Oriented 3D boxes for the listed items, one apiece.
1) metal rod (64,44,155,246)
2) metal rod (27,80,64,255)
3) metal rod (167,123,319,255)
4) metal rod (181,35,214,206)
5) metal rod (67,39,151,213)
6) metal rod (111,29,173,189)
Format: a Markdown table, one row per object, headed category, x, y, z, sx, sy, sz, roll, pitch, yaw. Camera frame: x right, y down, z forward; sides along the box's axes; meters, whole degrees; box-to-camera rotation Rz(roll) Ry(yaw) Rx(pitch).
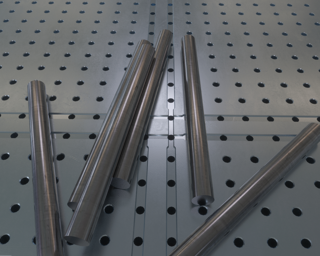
| category | x | y | z | sx | sy | sz | roll | pitch | yaw |
| --- | --- | --- | --- | --- | --- | --- | --- | --- | --- |
| metal rod | -0.049 | -0.006 | 0.386 | 0.025 | 0.025 | 0.300 | 9 | 51 | 7 |
| metal rod | -0.138 | 0.049 | 0.366 | 0.025 | 0.025 | 0.300 | -14 | 51 | -11 |
| metal rod | 0.091 | 0.080 | 0.340 | 0.302 | 0.025 | 0.025 | -34 | 58 | -25 |
| metal rod | 0.048 | -0.035 | 0.437 | 0.025 | 0.025 | 0.300 | 0 | 50 | 0 |
| metal rod | -0.057 | -0.027 | 0.429 | 0.025 | 0.025 | 0.300 | 9 | 51 | 8 |
| metal rod | -0.018 | -0.049 | 0.449 | 0.025 | 0.025 | 0.300 | 8 | 50 | 7 |
